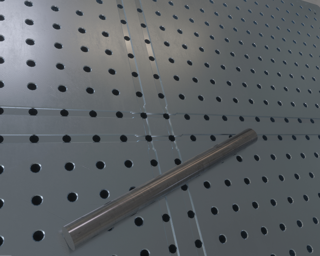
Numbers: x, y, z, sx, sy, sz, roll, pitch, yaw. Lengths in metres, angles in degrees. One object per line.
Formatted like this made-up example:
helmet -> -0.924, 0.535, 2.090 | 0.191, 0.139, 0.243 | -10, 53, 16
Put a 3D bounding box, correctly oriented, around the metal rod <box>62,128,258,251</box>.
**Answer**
metal rod -> 0.025, 0.059, 0.385 | 0.302, 0.025, 0.025 | -22, 74, -36
